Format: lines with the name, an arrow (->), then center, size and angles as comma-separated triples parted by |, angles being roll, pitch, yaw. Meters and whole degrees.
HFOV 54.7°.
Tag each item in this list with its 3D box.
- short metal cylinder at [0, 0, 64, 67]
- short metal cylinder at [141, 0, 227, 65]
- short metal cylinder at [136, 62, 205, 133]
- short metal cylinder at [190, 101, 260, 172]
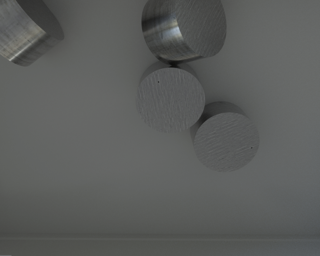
short metal cylinder -> -0.153, -0.115, 0.338 | 0.050, 0.080, 0.080 | -34, 107, 11
short metal cylinder -> 0.027, -0.112, 0.335 | 0.050, 0.080, 0.080 | -2, 119, 48
short metal cylinder -> 0.012, -0.040, 0.382 | 0.081, 0.050, 0.079 | 0, 113, 0
short metal cylinder -> 0.082, 0.010, 0.403 | 0.081, 0.050, 0.079 | 0, 110, -1
